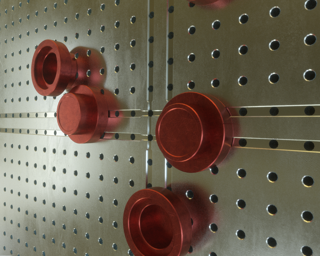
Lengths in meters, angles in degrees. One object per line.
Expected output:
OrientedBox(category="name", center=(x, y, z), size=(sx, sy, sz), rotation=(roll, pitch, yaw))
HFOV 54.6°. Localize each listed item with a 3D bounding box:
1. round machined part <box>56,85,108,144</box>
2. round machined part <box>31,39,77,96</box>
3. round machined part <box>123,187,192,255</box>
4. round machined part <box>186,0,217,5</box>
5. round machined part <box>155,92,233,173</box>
OrientedBox(category="round machined part", center=(-0.134, -0.023, 0.510), size=(0.098, 0.042, 0.097), rotation=(0, 90, 40))
OrientedBox(category="round machined part", center=(-0.186, -0.105, 0.554), size=(0.098, 0.042, 0.097), rotation=(0, 90, 40))
OrientedBox(category="round machined part", center=(0.001, 0.124, 0.398), size=(0.098, 0.042, 0.097), rotation=(0, 90, 40))
OrientedBox(category="round machined part", center=(0.047, -0.199, 0.360), size=(0.098, 0.042, 0.097), rotation=(0, 90, 40))
OrientedBox(category="round machined part", center=(0.033, 0.005, 0.372), size=(0.098, 0.042, 0.097), rotation=(0, 90, 40))
